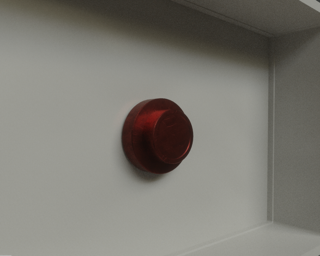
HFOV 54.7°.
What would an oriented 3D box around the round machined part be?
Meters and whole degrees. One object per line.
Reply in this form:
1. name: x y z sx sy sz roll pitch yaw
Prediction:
1. round machined part: 0.005 0.010 0.397 0.099 0.042 0.097 0 90 -40
